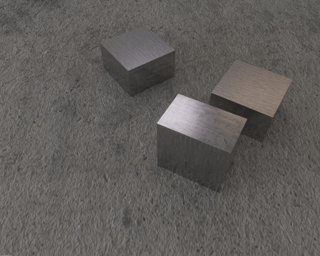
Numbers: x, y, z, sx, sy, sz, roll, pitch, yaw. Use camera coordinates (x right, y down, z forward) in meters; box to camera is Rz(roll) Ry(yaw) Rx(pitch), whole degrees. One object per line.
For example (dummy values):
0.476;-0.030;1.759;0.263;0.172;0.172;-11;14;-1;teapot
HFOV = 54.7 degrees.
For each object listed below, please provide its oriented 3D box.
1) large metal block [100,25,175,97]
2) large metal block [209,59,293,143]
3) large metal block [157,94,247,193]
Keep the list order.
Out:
-0.034;-0.104;0.474;0.081;0.050;0.080;-29;56;-22;large metal block
0.120;-0.039;0.420;0.080;0.050;0.080;25;54;20;large metal block
0.044;0.018;0.352;0.080;0.080;0.050;22;54;18;large metal block
